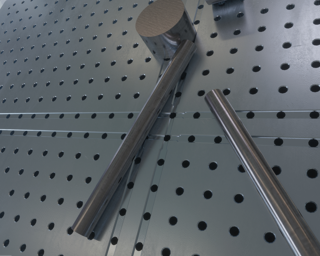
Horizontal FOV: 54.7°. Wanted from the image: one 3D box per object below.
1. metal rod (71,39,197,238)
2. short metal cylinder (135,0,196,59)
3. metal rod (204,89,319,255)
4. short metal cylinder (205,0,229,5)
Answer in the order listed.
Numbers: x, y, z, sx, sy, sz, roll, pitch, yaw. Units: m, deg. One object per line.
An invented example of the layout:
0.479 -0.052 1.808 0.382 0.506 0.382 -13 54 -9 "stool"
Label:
-0.027 0.003 0.420 0.025 0.025 0.300 18 71 35 "metal rod"
0.009 -0.156 0.483 0.080 0.050 0.080 -13 56 21 "short metal cylinder"
0.114 0.069 0.305 0.025 0.025 0.300 -30 52 9 "metal rod"
0.092 -0.234 0.468 0.050 0.080 0.080 -7 59 25 "short metal cylinder"
